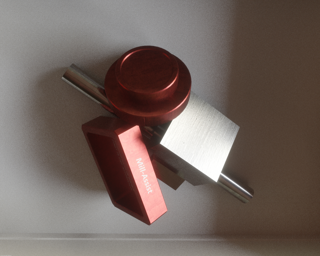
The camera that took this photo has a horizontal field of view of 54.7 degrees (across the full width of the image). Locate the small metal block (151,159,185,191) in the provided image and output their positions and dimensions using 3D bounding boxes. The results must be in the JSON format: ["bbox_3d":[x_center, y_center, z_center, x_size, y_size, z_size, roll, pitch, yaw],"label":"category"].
[{"bbox_3d":[0.008,0.049,0.414,0.050,0.050,0.025,36,106,-13],"label":"small metal block"}]

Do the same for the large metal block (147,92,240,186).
[{"bbox_3d":[0.039,0.014,0.381,0.080,0.050,0.080,35,63,-12],"label":"large metal block"}]

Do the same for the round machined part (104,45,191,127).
[{"bbox_3d":[-0.014,-0.054,0.349,0.099,0.098,0.042,-2,151,0],"label":"round machined part"}]

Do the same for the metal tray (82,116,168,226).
[{"bbox_3d":[-0.046,0.052,0.395,0.030,0.090,0.129,-31,113,-33],"label":"metal tray"}]

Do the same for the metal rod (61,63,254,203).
[{"bbox_3d":[0.006,0.014,0.415,0.301,0.025,0.025,35,106,-13],"label":"metal rod"}]
